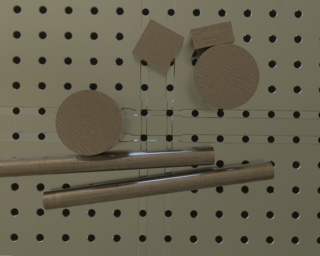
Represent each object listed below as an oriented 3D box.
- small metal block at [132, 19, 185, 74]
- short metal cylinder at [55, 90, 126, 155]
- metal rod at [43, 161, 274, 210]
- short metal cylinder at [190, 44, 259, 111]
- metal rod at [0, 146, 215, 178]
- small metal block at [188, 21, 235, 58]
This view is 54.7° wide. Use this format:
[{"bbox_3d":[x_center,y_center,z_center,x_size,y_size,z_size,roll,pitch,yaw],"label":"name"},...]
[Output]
[{"bbox_3d":[-0.002,-0.108,0.413,0.050,0.025,0.050,29,90,0],"label":"small metal block"},{"bbox_3d":[-0.086,-0.007,0.400,0.081,0.050,0.079,0,90,0],"label":"short metal cylinder"},{"bbox_3d":[-0.002,0.076,0.413,0.302,0.025,0.025,-8,90,0],"label":"metal rod"},{"bbox_3d":[0.081,-0.063,0.401,0.081,0.050,0.079,0,90,0],"label":"short metal cylinder"},{"bbox_3d":[-0.080,0.046,0.412,0.302,0.025,0.025,-3,90,0],"label":"metal rod"},{"bbox_3d":[0.064,-0.113,0.401,0.050,0.050,0.025,-12,90,0],"label":"small metal block"}]
